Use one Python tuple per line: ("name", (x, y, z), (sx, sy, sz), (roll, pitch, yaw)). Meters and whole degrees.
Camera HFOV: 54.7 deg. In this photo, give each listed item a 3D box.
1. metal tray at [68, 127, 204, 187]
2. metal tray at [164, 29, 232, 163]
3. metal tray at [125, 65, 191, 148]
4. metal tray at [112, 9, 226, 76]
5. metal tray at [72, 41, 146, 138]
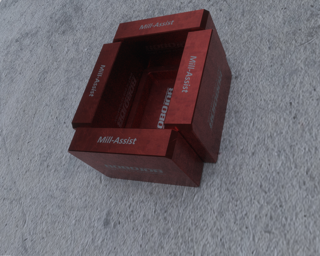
("metal tray", (-0.026, 0.034, 0.355), (0.130, 0.090, 0.030), (1, 63, 28))
("metal tray", (0.050, -0.036, 0.358), (0.030, 0.090, 0.130), (1, 62, 28))
("metal tray", (0.008, -0.023, 0.411), (0.090, 0.030, 0.130), (1, 62, 28))
("metal tray", (0.014, -0.107, 0.420), (0.130, 0.090, 0.030), (1, 63, 28))
("metal tray", (-0.058, -0.038, 0.415), (0.030, 0.090, 0.130), (1, 62, 28))
